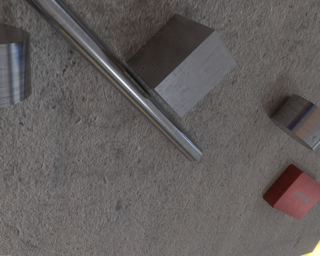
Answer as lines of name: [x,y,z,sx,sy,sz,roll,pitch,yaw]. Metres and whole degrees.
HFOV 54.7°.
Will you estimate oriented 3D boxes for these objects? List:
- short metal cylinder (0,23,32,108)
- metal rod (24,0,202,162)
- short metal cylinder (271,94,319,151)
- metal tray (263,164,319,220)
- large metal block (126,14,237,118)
short metal cylinder: [-0.150,-0.055,0.255,0.081,0.080,0.050,-4,121,-26]
metal rod: [-0.031,-0.043,0.363,0.025,0.025,0.300,-44,130,2]
short metal cylinder: [0.224,-0.009,0.488,0.080,0.080,0.050,32,100,-38]
metal tray: [0.281,0.135,0.641,0.131,0.030,0.090,29,103,-38]
large metal block: [0.021,-0.070,0.339,0.080,0.080,0.050,-44,129,2]
